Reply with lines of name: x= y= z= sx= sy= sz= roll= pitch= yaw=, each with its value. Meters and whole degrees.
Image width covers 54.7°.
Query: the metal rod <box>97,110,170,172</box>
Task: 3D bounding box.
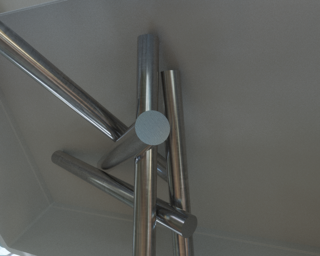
metal rod: x=-0.047 y=0.030 z=0.356 sx=0.025 sy=0.025 sz=0.299 roll=45 pitch=160 yaw=-3

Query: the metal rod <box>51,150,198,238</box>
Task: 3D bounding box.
metal rod: x=-0.072 y=0.077 z=0.430 sx=0.300 sy=0.025 sz=0.025 roll=14 pitch=127 yaw=45

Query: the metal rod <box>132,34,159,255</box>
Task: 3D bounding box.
metal rod: x=-0.016 y=0.045 z=0.340 sx=0.025 sy=0.025 sz=0.298 roll=-2 pitch=83 yaw=29

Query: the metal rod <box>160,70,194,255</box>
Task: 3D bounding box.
metal rod: x=0.023 y=0.083 z=0.368 sx=0.025 sy=0.025 sz=0.298 roll=-4 pitch=92 yaw=30

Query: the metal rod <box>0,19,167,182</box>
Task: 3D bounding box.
metal rod: x=-0.071 y=-0.013 z=0.362 sx=0.025 sy=0.025 sz=0.300 roll=-20 pitch=132 yaw=36
